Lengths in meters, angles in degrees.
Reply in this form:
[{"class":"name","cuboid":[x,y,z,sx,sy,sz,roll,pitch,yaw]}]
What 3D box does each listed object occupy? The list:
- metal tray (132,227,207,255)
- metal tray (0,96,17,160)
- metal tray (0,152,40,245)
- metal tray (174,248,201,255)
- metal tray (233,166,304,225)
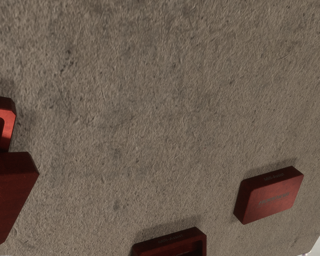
[{"class":"metal tray","cuboid":[0.019,0.235,0.543,0.131,0.030,0.089,-7,102,-26]},{"class":"metal tray","cuboid":[-0.205,0.027,0.308,0.091,0.030,0.129,9,114,-33]},{"class":"metal tray","cuboid":[-0.192,0.081,0.317,0.091,0.030,0.129,2,131,-48]},{"class":"metal tray","cuboid":[0.019,0.254,0.533,0.131,0.090,0.030,-7,125,-25]},{"class":"metal tray","cuboid":[0.211,0.130,0.603,0.131,0.030,0.089,-10,123,-23]}]
